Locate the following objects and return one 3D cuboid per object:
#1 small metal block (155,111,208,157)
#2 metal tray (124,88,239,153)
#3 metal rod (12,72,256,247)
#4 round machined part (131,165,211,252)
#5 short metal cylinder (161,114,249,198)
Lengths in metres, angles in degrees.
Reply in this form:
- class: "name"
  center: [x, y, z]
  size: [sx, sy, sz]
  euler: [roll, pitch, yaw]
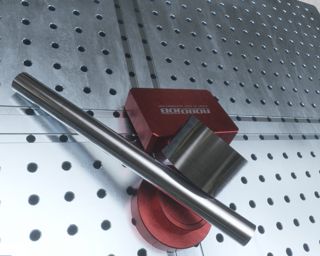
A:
- class: "small metal block"
  center: [0.029, 0.008, 0.421]
  size: [0.050, 0.025, 0.050]
  euler: [-10, 67, -33]
- class: "metal tray"
  center: [0.029, -0.014, 0.413]
  size: [0.131, 0.030, 0.090]
  euler: [-3, 45, -30]
- class: "metal rod"
  center: [-0.036, 0.027, 0.333]
  size: [0.301, 0.025, 0.025]
  euler: [33, 50, 9]
- class: "round machined part"
  center: [0.020, 0.088, 0.356]
  size: [0.099, 0.042, 0.098]
  euler: [14, 56, -21]
- class: "short metal cylinder"
  center: [0.048, 0.030, 0.336]
  size: [0.080, 0.080, 0.050]
  euler: [40, 95, -2]
